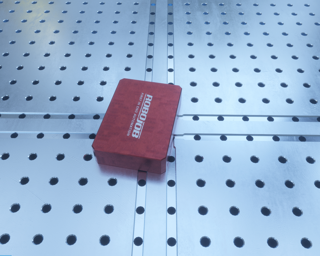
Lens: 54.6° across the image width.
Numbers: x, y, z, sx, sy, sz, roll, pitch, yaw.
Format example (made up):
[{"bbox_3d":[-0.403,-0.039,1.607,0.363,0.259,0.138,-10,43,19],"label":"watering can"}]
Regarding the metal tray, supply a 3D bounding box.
[{"bbox_3d":[-0.025,-0.008,0.411,0.090,0.030,0.130,9,51,7],"label":"metal tray"}]
